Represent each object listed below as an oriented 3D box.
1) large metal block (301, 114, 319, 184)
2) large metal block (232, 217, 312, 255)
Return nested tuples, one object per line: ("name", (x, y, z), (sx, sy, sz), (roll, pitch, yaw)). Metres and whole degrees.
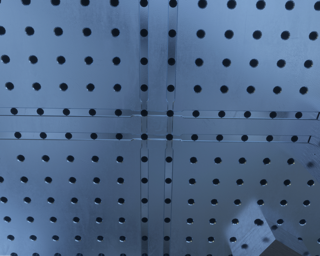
("large metal block", (0.235, 0.033, 0.398), (0.050, 0.080, 0.079), (10, 110, -4))
("large metal block", (0.171, 0.198, 0.474), (0.080, 0.050, 0.080), (33, 107, -12))
